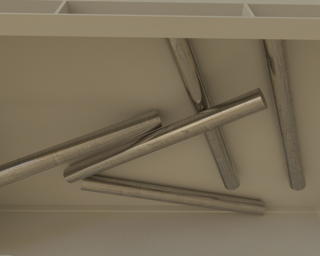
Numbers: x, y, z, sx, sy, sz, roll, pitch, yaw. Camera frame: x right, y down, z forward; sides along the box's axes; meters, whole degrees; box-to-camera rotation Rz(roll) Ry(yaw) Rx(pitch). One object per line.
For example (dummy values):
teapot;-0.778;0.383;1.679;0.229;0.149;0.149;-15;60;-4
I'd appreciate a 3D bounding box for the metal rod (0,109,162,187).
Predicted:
metal rod;-0.142;0.039;0.376;0.302;0.025;0.025;-20;130;-9

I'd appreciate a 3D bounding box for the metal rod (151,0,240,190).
metal rod;0.058;-0.019;0.393;0.025;0.025;0.299;-17;128;14

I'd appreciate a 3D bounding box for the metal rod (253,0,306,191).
metal rod;0.160;-0.018;0.394;0.025;0.025;0.299;-17;128;14

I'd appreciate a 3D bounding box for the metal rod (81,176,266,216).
metal rod;0.027;0.110;0.502;0.302;0.025;0.025;10;129;-9

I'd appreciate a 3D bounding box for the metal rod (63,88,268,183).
metal rod;-0.012;0.019;0.402;0.300;0.025;0.025;-23;127;26
